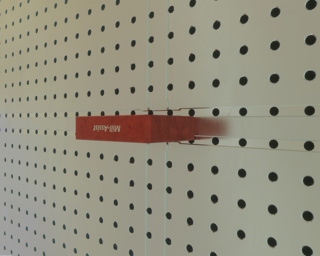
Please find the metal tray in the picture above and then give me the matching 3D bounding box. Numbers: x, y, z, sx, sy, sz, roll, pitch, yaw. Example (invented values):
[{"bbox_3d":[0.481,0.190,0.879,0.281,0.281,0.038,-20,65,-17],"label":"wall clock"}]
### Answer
[{"bbox_3d":[-0.033,0.000,0.395,0.130,0.091,0.030,1,91,40],"label":"metal tray"}]
